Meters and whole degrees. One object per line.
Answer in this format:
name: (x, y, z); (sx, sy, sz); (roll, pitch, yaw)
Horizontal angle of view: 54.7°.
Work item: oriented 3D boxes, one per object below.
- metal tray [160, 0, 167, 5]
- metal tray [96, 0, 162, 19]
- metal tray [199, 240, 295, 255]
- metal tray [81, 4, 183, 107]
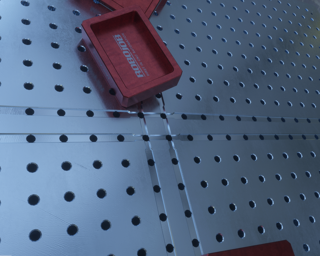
metal tray: (-0.045, -0.279, 0.552); (0.091, 0.030, 0.130); (-15, 70, -35)
metal tray: (-0.058, -0.228, 0.478); (0.130, 0.030, 0.090); (31, 96, -9)
metal tray: (0.107, 0.184, 0.353); (0.131, 0.030, 0.090); (3, 61, -27)
metal tray: (-0.040, -0.103, 0.430); (0.091, 0.030, 0.130); (-26, 75, -19)
